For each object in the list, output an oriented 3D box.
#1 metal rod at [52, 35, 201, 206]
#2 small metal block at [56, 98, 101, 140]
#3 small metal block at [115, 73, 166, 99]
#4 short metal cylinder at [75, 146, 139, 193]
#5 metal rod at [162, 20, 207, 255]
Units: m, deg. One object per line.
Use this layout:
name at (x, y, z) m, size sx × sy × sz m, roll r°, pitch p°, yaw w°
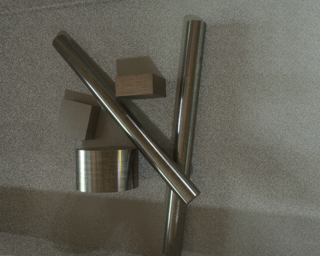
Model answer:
metal rod at (-0.055, -0.023, 0.413) m, size 0.025 × 0.025 × 0.300 m, roll -46°, pitch 70°, yaw 14°
small metal block at (-0.119, -0.013, 0.451) m, size 0.050 × 0.025 × 0.050 m, roll 14°, pitch 95°, yaw 19°
small metal block at (-0.024, -0.053, 0.405) m, size 0.050 × 0.050 × 0.025 m, roll -2°, pitch 90°, yaw 19°
short metal cylinder at (-0.068, 0.051, 0.404) m, size 0.080 × 0.080 × 0.050 m, roll -1°, pitch 90°, yaw 19°
metal rod at (0.031, 0.015, 0.398) m, size 0.025 × 0.025 × 0.298 m, roll 7°, pitch 92°, yaw 19°
